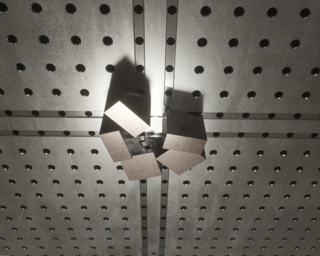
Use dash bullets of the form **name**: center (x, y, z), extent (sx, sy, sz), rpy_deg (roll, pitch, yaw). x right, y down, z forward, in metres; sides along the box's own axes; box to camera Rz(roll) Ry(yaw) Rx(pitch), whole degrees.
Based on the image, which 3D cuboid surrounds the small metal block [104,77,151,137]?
- **small metal block**: center (-0.037, -0.025, 0.373), extent (0.025, 0.050, 0.050), rpy_deg (-34, 123, 25)

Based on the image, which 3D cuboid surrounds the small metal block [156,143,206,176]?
- **small metal block**: center (0.029, 0.036, 0.443), extent (0.050, 0.025, 0.050), rpy_deg (-36, 122, 26)

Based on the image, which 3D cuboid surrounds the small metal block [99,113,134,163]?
- **small metal block**: center (-0.054, 0.008, 0.401), extent (0.025, 0.050, 0.050), rpy_deg (-12, 129, 10)

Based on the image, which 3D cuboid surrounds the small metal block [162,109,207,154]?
- **small metal block**: center (0.030, 0.004, 0.399), extent (0.050, 0.050, 0.025), rpy_deg (10, 129, -9)

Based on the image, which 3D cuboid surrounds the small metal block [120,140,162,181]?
- **small metal block**: center (-0.028, 0.048, 0.453), extent (0.050, 0.025, 0.050), rpy_deg (-11, 130, 9)
